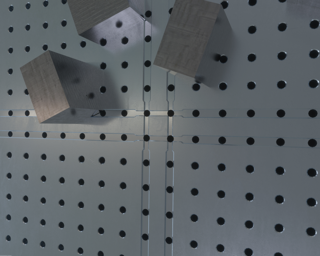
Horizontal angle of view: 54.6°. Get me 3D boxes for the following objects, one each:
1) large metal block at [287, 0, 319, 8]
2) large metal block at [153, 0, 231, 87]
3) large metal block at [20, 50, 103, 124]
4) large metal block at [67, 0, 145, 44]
[{"bbox_3d":[0.192,-0.176,0.331,0.080,0.050,0.080,21,97,19],"label":"large metal block"},{"bbox_3d":[0.042,-0.099,0.369,0.050,0.080,0.080,22,98,19],"label":"large metal block"},{"bbox_3d":[-0.134,-0.052,0.431,0.050,0.080,0.080,-25,82,18],"label":"large metal block"},{"bbox_3d":[-0.078,-0.175,0.427,0.080,0.050,0.080,-22,83,18],"label":"large metal block"}]
